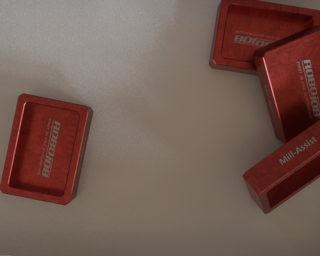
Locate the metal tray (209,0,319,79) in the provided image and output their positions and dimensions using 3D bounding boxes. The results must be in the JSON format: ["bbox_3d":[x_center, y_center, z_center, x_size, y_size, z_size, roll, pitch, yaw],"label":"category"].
[{"bbox_3d":[0.138,-0.116,0.410,0.131,0.030,0.089,9,90,-1],"label":"metal tray"}]

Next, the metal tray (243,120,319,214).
[{"bbox_3d":[0.169,0.047,0.380,0.130,0.090,0.030,-35,53,0],"label":"metal tray"}]

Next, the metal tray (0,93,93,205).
[{"bbox_3d":[-0.147,0.027,0.406,0.091,0.030,0.129,11,90,-1],"label":"metal tray"}]

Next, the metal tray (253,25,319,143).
[{"bbox_3d":[0.180,-0.051,0.391,0.090,0.030,0.129,-23,110,0],"label":"metal tray"}]
